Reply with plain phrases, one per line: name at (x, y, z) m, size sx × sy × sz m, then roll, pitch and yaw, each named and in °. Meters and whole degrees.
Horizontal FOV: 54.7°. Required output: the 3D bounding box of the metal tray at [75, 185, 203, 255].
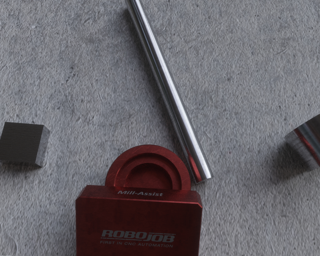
metal tray at (-0.023, 0.113, 0.340) m, size 0.131 × 0.030 × 0.089 m, roll 3°, pitch 103°, yaw 1°

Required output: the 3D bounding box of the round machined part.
round machined part at (-0.014, 0.072, 0.373) m, size 0.099 × 0.042 × 0.098 m, roll 0°, pitch 70°, yaw 0°

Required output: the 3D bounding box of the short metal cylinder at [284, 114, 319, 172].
short metal cylinder at (0.201, 0.012, 0.376) m, size 0.080 × 0.080 × 0.050 m, roll -26°, pitch 72°, yaw -9°

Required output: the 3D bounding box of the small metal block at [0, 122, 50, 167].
small metal block at (-0.175, 0.022, 0.399) m, size 0.050 × 0.025 × 0.050 m, roll 5°, pitch 70°, yaw 1°

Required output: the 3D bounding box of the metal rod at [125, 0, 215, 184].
metal rod at (0.007, -0.067, 0.432) m, size 0.025 × 0.025 × 0.299 m, roll -18°, pitch 71°, yaw -7°
